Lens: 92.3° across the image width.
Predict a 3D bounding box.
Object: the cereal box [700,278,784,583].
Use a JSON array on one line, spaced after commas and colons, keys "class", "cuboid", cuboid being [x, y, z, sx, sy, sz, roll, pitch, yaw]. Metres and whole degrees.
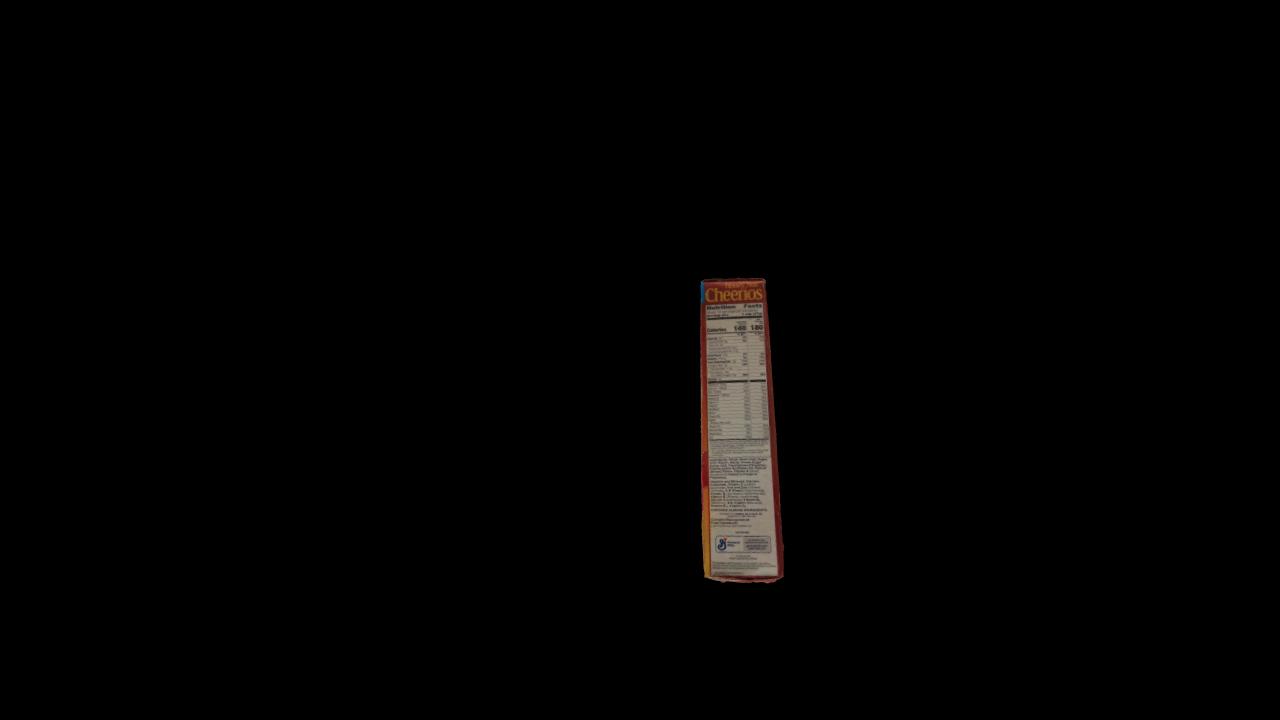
[{"class": "cereal box", "cuboid": [0.109, 0.088, 0.690, 0.081, 0.306, 0.203, -2, -20, 8]}]
